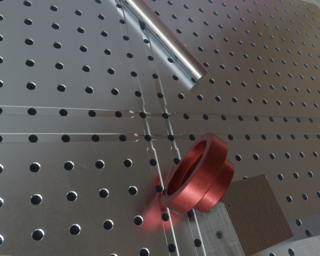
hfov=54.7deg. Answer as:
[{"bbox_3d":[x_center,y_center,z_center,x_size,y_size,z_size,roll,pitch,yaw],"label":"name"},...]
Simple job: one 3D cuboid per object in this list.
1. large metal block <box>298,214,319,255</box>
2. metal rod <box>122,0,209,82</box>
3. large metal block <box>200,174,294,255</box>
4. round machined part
[{"bbox_3d":[0.251,0.156,0.413,0.080,0.080,0.050,48,51,5],"label":"large metal block"},{"bbox_3d":[-0.030,-0.194,0.510,0.300,0.025,0.025,49,51,6],"label":"metal rod"},{"bbox_3d":[0.102,0.109,0.380,0.081,0.050,0.080,-7,65,-31],"label":"large metal block"},{"bbox_3d":[0.047,0.056,0.352,0.042,0.097,0.098,35,51,-5],"label":"round machined part"}]
